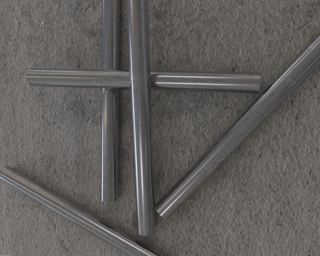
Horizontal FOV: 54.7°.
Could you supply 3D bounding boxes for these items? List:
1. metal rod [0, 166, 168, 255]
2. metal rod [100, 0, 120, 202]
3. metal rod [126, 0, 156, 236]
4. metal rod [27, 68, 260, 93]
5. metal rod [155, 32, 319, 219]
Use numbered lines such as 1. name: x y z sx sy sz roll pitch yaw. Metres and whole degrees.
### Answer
1. metal rod: -0.117 0.128 0.450 0.301 0.025 0.025 23 98 18
2. metal rod: -0.070 -0.049 0.433 0.025 0.025 0.298 0 90 20
3. metal rod: -0.022 -0.007 0.382 0.025 0.025 0.298 3 104 20
4. metal rod: -0.030 -0.062 0.398 0.301 0.025 0.025 3 91 12
5. metal rod: 0.099 0.001 0.373 0.025 0.025 0.299 45 104 14
